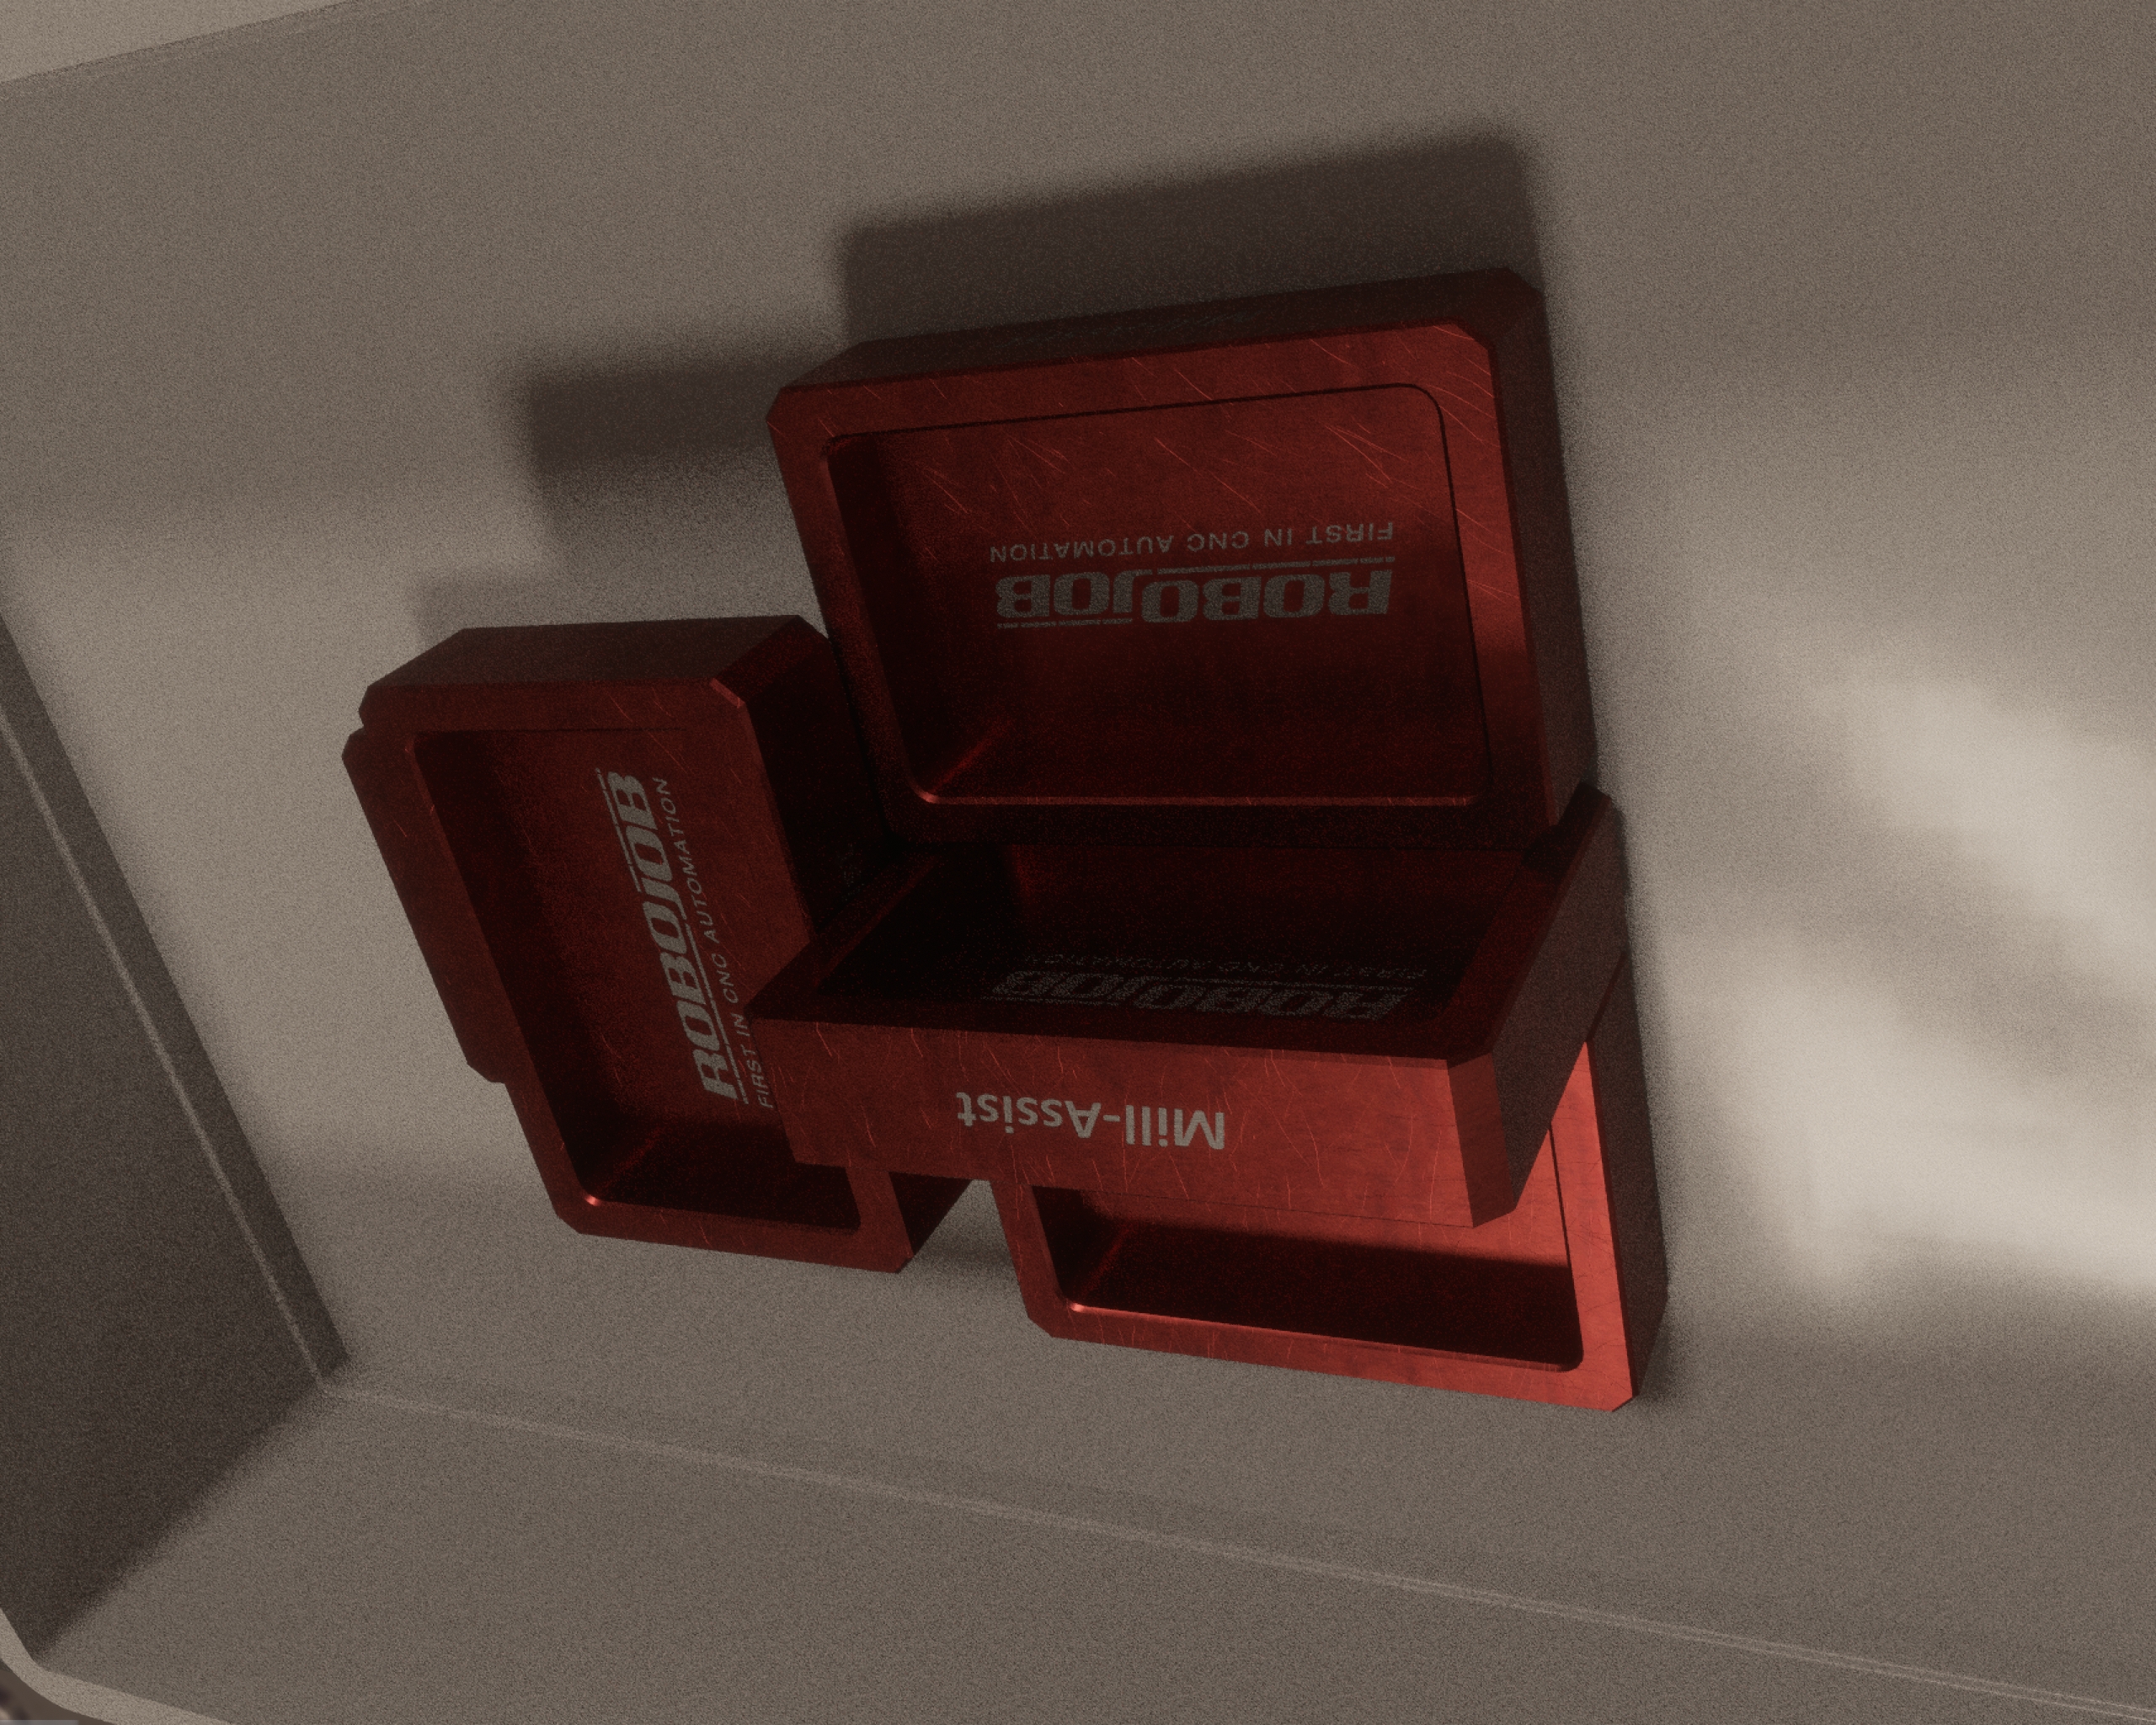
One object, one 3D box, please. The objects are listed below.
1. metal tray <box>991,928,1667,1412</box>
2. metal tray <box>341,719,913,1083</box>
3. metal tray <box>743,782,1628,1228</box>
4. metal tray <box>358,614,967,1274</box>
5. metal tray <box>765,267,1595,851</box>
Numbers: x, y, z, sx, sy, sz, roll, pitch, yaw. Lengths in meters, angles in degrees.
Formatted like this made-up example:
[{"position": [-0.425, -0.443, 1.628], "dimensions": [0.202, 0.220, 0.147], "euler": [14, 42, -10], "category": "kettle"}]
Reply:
[{"position": [0.045, 0.057, 0.414], "dimensions": [0.130, 0.030, 0.089], "euler": [1, 119, 27], "category": "metal tray"}, {"position": [-0.087, 0.006, 0.449], "dimensions": [0.130, 0.030, 0.089], "euler": [0, 119, 27], "category": "metal tray"}, {"position": [0.020, 0.019, 0.363], "dimensions": [0.130, 0.090, 0.030], "euler": [1, 119, 27], "category": "metal tray"}, {"position": [-0.079, 0.017, 0.414], "dimensions": [0.090, 0.030, 0.129], "euler": [1, 119, 27], "category": "metal tray"}, {"position": [0.018, -0.049, 0.363], "dimensions": [0.130, 0.030, 0.089], "euler": [1, 119, 27], "category": "metal tray"}]
